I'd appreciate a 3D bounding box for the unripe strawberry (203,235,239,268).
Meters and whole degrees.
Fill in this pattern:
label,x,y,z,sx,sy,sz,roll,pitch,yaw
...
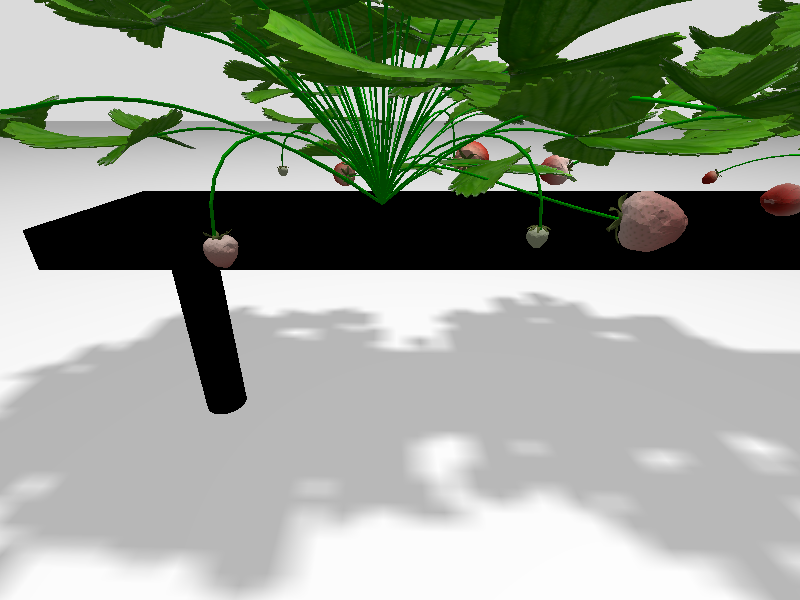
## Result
label,x,y,z,sx,sy,sz,roll,pitch,yaw
unripe strawberry,-0.092,-0.025,0.206,0.015,0.016,0.017,12,28,24

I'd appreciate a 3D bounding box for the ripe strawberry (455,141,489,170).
label,x,y,z,sx,sy,sz,roll,pitch,yaw
ripe strawberry,0.090,-0.172,0.488,0.041,0.043,0.044,15,29,29

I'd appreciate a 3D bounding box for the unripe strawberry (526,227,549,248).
label,x,y,z,sx,sy,sz,roll,pitch,yaw
unripe strawberry,0.073,-0.033,0.213,0.011,0.011,0.011,-15,29,-28

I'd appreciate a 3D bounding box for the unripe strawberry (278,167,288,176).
label,x,y,z,sx,sy,sz,roll,pitch,yaw
unripe strawberry,-0.128,-0.141,0.439,0.010,0.010,0.011,22,33,38

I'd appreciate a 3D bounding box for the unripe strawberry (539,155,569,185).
label,x,y,z,sx,sy,sz,roll,pitch,yaw
unripe strawberry,0.164,-0.139,0.426,0.030,0.032,0.028,-3,23,22

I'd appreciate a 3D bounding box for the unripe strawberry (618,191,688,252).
label,x,y,z,sx,sy,sz,roll,pitch,yaw
unripe strawberry,0.140,-0.043,0.223,0.033,0.034,0.030,20,32,35

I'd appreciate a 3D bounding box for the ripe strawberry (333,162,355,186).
label,x,y,z,sx,sy,sz,roll,pitch,yaw
ripe strawberry,-0.061,-0.136,0.431,0.024,0.025,0.026,-11,27,-22

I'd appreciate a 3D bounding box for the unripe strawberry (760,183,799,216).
label,x,y,z,sx,sy,sz,roll,pitch,yaw
unripe strawberry,0.286,-0.075,0.300,0.025,0.024,0.027,-10,27,-15

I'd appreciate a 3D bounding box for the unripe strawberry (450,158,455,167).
label,x,y,z,sx,sy,sz,roll,pitch,yaw
unripe strawberry,0.067,-0.173,0.504,0.011,0.012,0.013,11,28,22

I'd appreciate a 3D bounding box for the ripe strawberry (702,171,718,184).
label,x,y,z,sx,sy,sz,roll,pitch,yaw
ripe strawberry,0.337,-0.133,0.436,0.015,0.013,0.015,-23,-10,-39
